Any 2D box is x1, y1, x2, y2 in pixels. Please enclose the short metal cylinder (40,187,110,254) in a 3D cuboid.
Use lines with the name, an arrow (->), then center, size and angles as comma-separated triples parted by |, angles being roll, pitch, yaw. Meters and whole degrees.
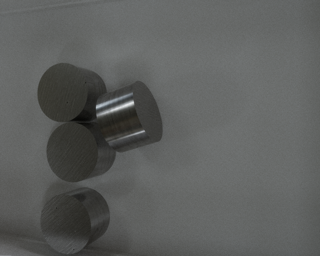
short metal cylinder -> -0.119, 0.128, 0.438 | 0.080, 0.050, 0.079 | 0, 90, 19

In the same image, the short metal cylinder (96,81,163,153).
short metal cylinder -> -0.037, -0.014, 0.393 | 0.050, 0.080, 0.080 | -18, 84, 19

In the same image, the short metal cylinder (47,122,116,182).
short metal cylinder -> -0.109, 0.032, 0.434 | 0.080, 0.050, 0.079 | 0, 90, 19

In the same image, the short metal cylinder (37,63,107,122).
short metal cylinder -> -0.123, -0.048, 0.439 | 0.080, 0.050, 0.079 | 0, 90, 19
